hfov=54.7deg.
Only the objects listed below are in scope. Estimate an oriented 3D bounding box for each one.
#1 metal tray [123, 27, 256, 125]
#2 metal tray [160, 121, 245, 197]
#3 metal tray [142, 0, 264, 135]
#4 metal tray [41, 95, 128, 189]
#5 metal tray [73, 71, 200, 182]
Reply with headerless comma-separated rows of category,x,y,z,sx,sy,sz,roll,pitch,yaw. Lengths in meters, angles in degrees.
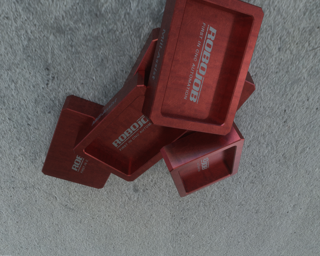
metal tray,0.032,-0.048,0.365,0.131,0.030,0.089,21,127,-18
metal tray,0.056,0.044,0.399,0.090,0.030,0.130,-23,153,-2
metal tray,0.041,-0.063,0.307,0.091,0.030,0.129,9,103,-21
metal tray,-0.101,0.025,0.424,0.091,0.030,0.129,19,127,-16
metal tray,-0.029,0.004,0.369,0.090,0.030,0.130,34,122,-26
